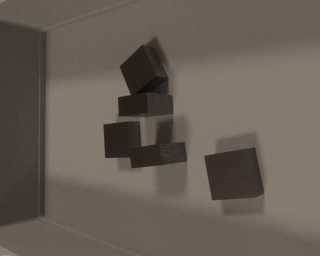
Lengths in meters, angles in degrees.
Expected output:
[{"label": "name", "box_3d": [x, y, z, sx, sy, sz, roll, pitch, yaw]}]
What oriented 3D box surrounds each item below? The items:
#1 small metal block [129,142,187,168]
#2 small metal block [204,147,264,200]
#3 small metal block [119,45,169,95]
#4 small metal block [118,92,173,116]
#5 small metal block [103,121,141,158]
[{"label": "small metal block", "box_3d": [-0.002, 0.034, 0.390, 0.050, 0.050, 0.025, -11, 83, 39]}, {"label": "small metal block", "box_3d": [0.081, 0.051, 0.339, 0.050, 0.025, 0.050, -15, 81, 38]}, {"label": "small metal block", "box_3d": [-0.023, -0.076, 0.424, 0.050, 0.025, 0.050, -35, 69, 34]}, {"label": "small metal block", "box_3d": [-0.018, -0.029, 0.404, 0.050, 0.050, 0.025, -5, 87, 39]}, {"label": "small metal block", "box_3d": [-0.055, 0.018, 0.450, 0.050, 0.025, 0.050, -6, 86, 39]}]
